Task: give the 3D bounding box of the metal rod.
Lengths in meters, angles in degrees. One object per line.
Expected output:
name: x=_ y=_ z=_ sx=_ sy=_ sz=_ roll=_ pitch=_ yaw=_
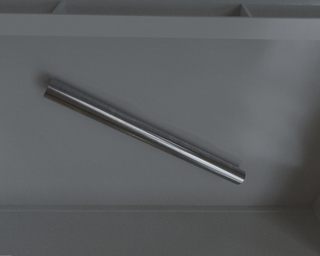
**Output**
metal rod: x=-0.005 y=0.014 z=0.418 sx=0.302 sy=0.025 sz=0.025 roll=26 pitch=125 yaw=-21
